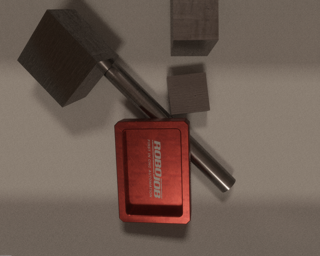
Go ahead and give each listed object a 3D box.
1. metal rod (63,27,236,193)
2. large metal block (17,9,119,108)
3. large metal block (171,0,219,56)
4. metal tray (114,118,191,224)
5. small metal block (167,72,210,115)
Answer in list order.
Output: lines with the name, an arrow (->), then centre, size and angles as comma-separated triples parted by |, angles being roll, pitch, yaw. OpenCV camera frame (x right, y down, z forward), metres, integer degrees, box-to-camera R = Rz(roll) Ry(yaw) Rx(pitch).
metal rod -> -0.015, -0.028, 0.411 | 0.300, 0.025, 0.025 | 45, 90, -1
large metal block -> -0.113, -0.086, 0.381 | 0.080, 0.050, 0.080 | 47, 120, -1
large metal block -> 0.040, -0.138, 0.384 | 0.050, 0.080, 0.079 | 0, 90, 0
metal tray -> -0.007, 0.053, 0.393 | 0.090, 0.030, 0.129 | -1, 98, 8
small metal block -> 0.037, -0.045, 0.412 | 0.050, 0.025, 0.050 | -7, 90, -1
